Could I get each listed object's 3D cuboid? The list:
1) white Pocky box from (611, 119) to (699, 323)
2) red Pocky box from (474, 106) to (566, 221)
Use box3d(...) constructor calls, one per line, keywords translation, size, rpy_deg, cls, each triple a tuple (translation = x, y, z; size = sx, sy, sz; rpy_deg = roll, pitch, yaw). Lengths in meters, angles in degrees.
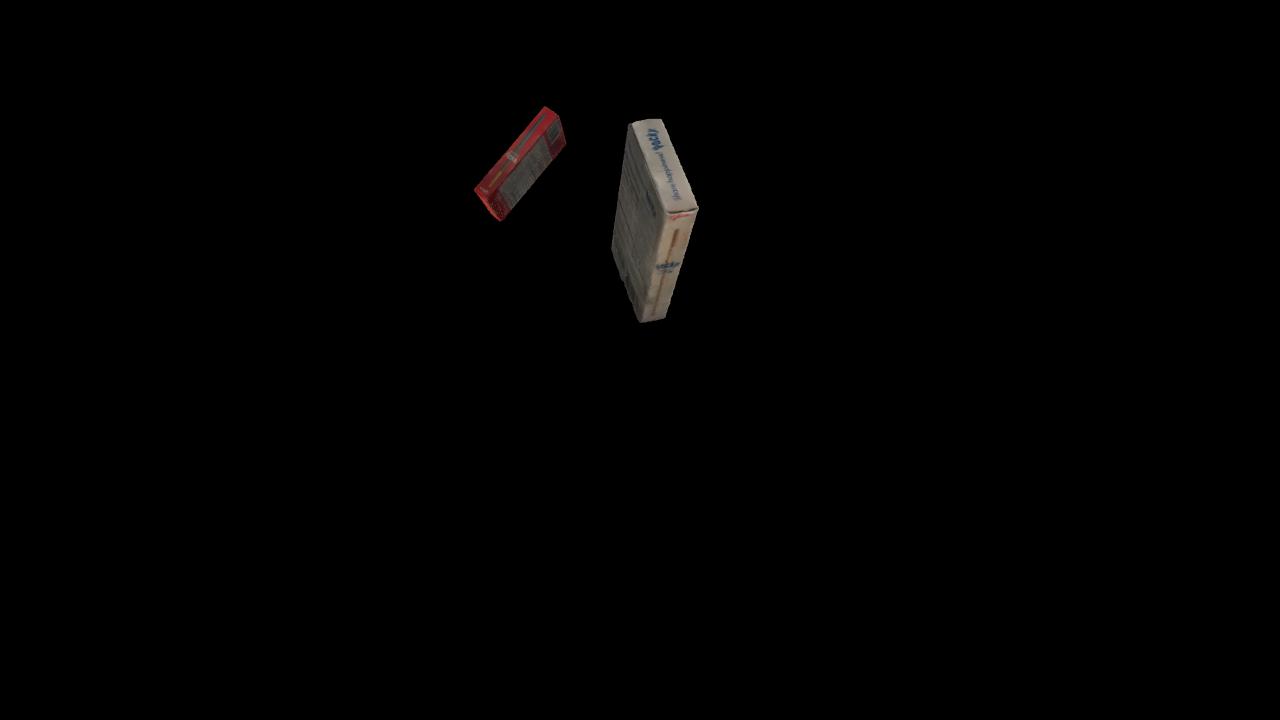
box3d(translation=(0.006, -0.100, 0.482), size=(0.028, 0.084, 0.154), rpy_deg=(-14, -22, -13), cls="white Pocky box")
box3d(translation=(-0.165, -0.273, 0.862), size=(0.028, 0.155, 0.083), rpy_deg=(38, -6, 5), cls="red Pocky box")
